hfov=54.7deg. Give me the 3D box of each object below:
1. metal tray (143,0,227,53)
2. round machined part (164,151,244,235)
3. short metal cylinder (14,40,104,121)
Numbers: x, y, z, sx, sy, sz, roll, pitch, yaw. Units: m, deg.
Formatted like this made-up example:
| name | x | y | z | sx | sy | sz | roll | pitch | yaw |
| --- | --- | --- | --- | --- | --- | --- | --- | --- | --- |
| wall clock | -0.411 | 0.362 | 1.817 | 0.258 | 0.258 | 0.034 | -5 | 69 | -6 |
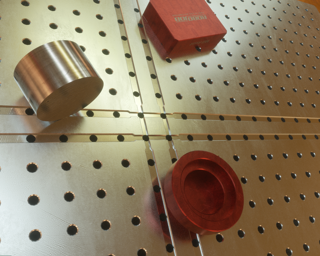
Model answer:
| name | x | y | z | sx | sy | sz | roll | pitch | yaw |
| --- | --- | --- | --- | --- | --- | --- | --- | --- | --- |
| metal tray | 0.046 | -0.185 | 0.545 | 0.131 | 0.030 | 0.090 | -21 | 73 | -36 |
| round machined part | 0.049 | 0.080 | 0.376 | 0.099 | 0.042 | 0.098 | 14 | 56 | -21 |
| short metal cylinder | -0.111 | -0.051 | 0.345 | 0.081 | 0.080 | 0.050 | -26 | 76 | -37 |
